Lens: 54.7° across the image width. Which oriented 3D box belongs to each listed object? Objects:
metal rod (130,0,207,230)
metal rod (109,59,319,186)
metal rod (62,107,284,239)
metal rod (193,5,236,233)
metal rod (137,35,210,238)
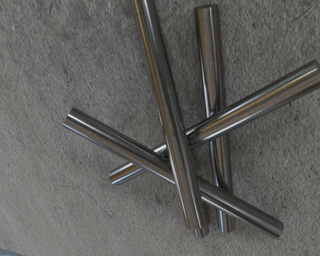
[{"bbox_3d":[0.006,-0.033,0.335,0.025,0.025,0.298,-9,99,32],"label":"metal rod"},{"bbox_3d":[0.038,0.012,0.359,0.299,0.025,0.025,-31,101,38],"label":"metal rod"},{"bbox_3d":[0.026,0.060,0.374,0.301,0.025,0.025,30,130,-13],"label":"metal rod"},{"bbox_3d":[0.071,0.010,0.375,0.025,0.025,0.298,4,120,26],"label":"metal rod"},{"bbox_3d":[0.025,0.026,0.410,0.025,0.025,0.298,-2,118,29],"label":"metal rod"}]
